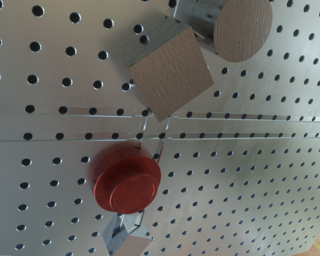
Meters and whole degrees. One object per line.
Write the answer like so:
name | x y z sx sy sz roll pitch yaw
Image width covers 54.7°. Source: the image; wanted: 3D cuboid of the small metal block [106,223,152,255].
small metal block | -0.050 0.186 0.501 0.050 0.025 0.050 27 103 -38

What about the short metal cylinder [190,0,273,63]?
short metal cylinder | 0.084 -0.124 0.366 0.081 0.050 0.079 -14 125 -21

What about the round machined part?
round machined part | -0.042 0.080 0.428 0.099 0.042 0.097 -14 125 -21

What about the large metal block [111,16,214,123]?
large metal block | 0.005 -0.067 0.358 0.080 0.050 0.080 -36 129 -5
